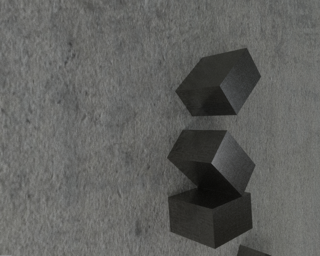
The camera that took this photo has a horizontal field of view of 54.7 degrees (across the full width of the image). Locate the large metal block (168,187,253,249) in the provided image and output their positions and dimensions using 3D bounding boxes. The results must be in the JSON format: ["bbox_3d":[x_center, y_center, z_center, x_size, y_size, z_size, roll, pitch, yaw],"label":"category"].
[{"bbox_3d":[0.070,0.118,0.430,0.081,0.080,0.050,-8,96,-40],"label":"large metal block"}]

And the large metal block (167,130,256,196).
[{"bbox_3d":[0.072,0.047,0.432,0.080,0.080,0.050,46,63,-31],"label":"large metal block"}]

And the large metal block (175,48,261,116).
[{"bbox_3d":[0.083,-0.063,0.441,0.080,0.080,0.050,-52,121,-27],"label":"large metal block"}]

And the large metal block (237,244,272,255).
[{"bbox_3d":[0.171,0.257,0.536,0.080,0.050,0.080,32,70,-36],"label":"large metal block"}]
